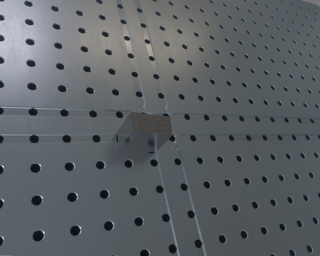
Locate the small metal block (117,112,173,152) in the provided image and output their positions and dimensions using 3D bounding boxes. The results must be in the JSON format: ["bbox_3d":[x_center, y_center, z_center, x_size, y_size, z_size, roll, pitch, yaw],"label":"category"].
[{"bbox_3d":[-0.019,0.006,0.377,0.050,0.050,0.025,6,59,-25],"label":"small metal block"}]
